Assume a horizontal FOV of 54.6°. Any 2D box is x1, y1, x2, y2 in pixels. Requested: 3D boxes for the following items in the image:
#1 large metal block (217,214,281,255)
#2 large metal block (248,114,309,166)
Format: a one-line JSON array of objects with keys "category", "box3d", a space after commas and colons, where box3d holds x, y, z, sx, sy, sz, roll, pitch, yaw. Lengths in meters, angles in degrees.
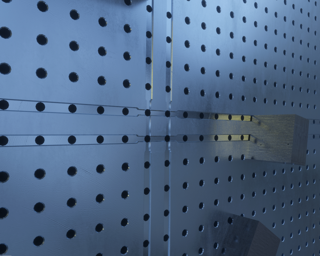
[{"category": "large metal block", "box3d": [0.149, 0.202, 0.516, 0.080, 0.050, 0.080, 42, 65, -32]}, {"category": "large metal block", "box3d": [0.208, 0.021, 0.546, 0.050, 0.080, 0.080, 13, 82, -39]}]
